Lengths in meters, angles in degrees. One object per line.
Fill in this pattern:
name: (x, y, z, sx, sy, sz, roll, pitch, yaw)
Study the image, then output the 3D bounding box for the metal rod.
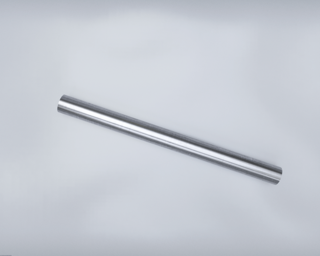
metal rod: (0.013, 0.016, 0.410, 0.301, 0.025, 0.025, 19, 90, 0)
